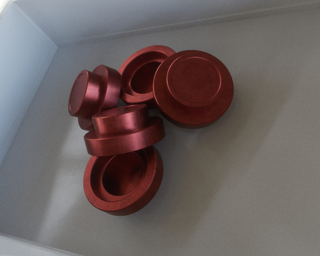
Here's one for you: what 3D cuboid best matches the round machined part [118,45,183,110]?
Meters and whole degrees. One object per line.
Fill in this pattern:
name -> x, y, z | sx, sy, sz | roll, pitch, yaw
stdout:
round machined part -> -0.011, -0.066, 0.438 | 0.098, 0.042, 0.098 | -13, 56, 21

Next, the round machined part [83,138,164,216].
round machined part -> -0.040, 0.059, 0.377 | 0.098, 0.042, 0.098 | -13, 56, 21

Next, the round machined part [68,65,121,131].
round machined part -> -0.099, -0.045, 0.444 | 0.098, 0.042, 0.098 | -29, 53, 48

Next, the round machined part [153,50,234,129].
round machined part -> 0.041, -0.051, 0.374 | 0.099, 0.042, 0.098 | 1, 76, -3

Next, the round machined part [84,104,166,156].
round machined part -> -0.045, -0.002, 0.381 | 0.098, 0.098, 0.042 | -6, 103, 25
